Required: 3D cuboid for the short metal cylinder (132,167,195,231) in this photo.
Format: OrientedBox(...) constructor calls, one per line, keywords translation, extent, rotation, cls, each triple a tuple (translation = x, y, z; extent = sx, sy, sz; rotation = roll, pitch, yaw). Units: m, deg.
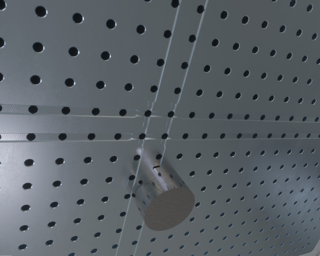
OrientedBox(translation=(0.004, 0.105, 0.462), extent=(0.081, 0.050, 0.080), rotation=(-14, 124, -21), cls="short metal cylinder")
